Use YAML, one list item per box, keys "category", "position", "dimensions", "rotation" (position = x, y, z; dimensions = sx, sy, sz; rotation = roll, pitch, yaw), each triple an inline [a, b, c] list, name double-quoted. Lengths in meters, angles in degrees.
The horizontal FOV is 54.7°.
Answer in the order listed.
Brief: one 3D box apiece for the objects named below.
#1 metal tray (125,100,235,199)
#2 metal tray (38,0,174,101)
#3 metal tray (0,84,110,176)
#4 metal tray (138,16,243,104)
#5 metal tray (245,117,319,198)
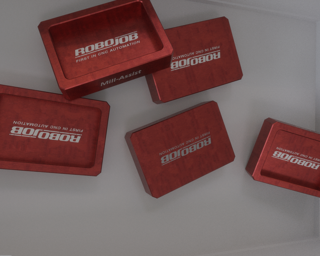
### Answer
- category: "metal tray"
  position: [0.029, 0.026, 0.419]
  dimensions: [0.131, 0.030, 0.090]
  rotation: [-22, 98, -19]
- category: "metal tray"
  position: [-0.061, -0.095, 0.357]
  dimensions: [0.131, 0.030, 0.090]
  rotation: [-21, 74, -10]
- category: "metal tray"
  position: [-0.130, 0.005, 0.359]
  dimensions: [0.131, 0.030, 0.089]
  rotation: [8, 87, -20]
- category: "metal tray"
  position: [0.042, -0.093, 0.423]
  dimensions: [0.131, 0.030, 0.090]
  rotation: [-19, 96, -19]
- category: "metal tray"
  position: [0.204, 0.046, 0.457]
  dimensions: [0.131, 0.030, 0.089]
  rotation: [16, 102, -9]
